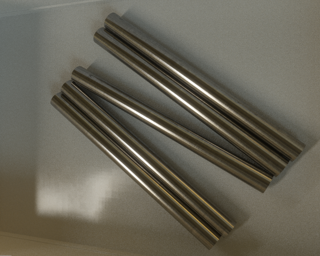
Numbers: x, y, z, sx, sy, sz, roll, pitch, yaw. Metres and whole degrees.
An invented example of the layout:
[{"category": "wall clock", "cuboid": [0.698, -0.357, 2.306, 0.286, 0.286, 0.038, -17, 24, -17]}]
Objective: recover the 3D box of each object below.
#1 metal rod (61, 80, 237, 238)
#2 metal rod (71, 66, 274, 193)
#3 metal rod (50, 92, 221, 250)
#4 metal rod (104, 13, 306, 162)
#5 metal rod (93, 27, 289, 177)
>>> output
[{"category": "metal rod", "cuboid": [-0.025, 0.032, 0.418, 0.300, 0.025, 0.025, 40, 103, 15]}, {"category": "metal rod", "cuboid": [0.003, -0.006, 0.408, 0.300, 0.025, 0.025, 30, 100, 17]}, {"category": "metal rod", "cuboid": [-0.042, 0.049, 0.424, 0.300, 0.025, 0.025, 40, 103, 15]}, {"category": "metal rod", "cuboid": [0.045, -0.061, 0.393, 0.300, 0.025, 0.025, 38, 102, 16]}, {"category": "metal rod", "cuboid": [0.028, -0.042, 0.399, 0.300, 0.025, 0.025, 38, 102, 16]}]
